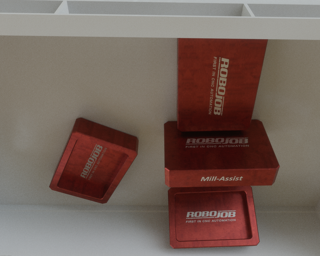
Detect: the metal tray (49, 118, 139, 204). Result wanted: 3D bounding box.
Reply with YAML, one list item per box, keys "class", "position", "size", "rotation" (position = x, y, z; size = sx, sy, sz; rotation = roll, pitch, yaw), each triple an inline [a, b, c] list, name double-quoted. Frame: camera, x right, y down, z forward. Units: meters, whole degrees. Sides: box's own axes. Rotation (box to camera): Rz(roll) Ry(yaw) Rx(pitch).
- class: "metal tray"
  position: [-0.097, 0.053, 0.449]
  size: [0.091, 0.030, 0.129]
  rotation: [21, 127, -17]

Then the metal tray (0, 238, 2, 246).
- class: "metal tray"
  position: [-0.389, 0.234, 0.604]
  size: [0.131, 0.030, 0.089]
  rotation: [23, 126, -19]

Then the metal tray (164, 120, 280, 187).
- class: "metal tray"
  position: [0.071, 0.029, 0.391]
  size: [0.131, 0.090, 0.030]
  rotation: [-1, 130, 1]

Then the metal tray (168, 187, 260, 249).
- class: "metal tray"
  position: [0.079, 0.137, 0.481]
  size: [0.131, 0.090, 0.030]
  rotation: [-3, 157, 2]

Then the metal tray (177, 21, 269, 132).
- class: "metal tray"
  position: [0.065, -0.054, 0.360]
  size: [0.091, 0.030, 0.129]
  rotation: [-1, 130, 1]
